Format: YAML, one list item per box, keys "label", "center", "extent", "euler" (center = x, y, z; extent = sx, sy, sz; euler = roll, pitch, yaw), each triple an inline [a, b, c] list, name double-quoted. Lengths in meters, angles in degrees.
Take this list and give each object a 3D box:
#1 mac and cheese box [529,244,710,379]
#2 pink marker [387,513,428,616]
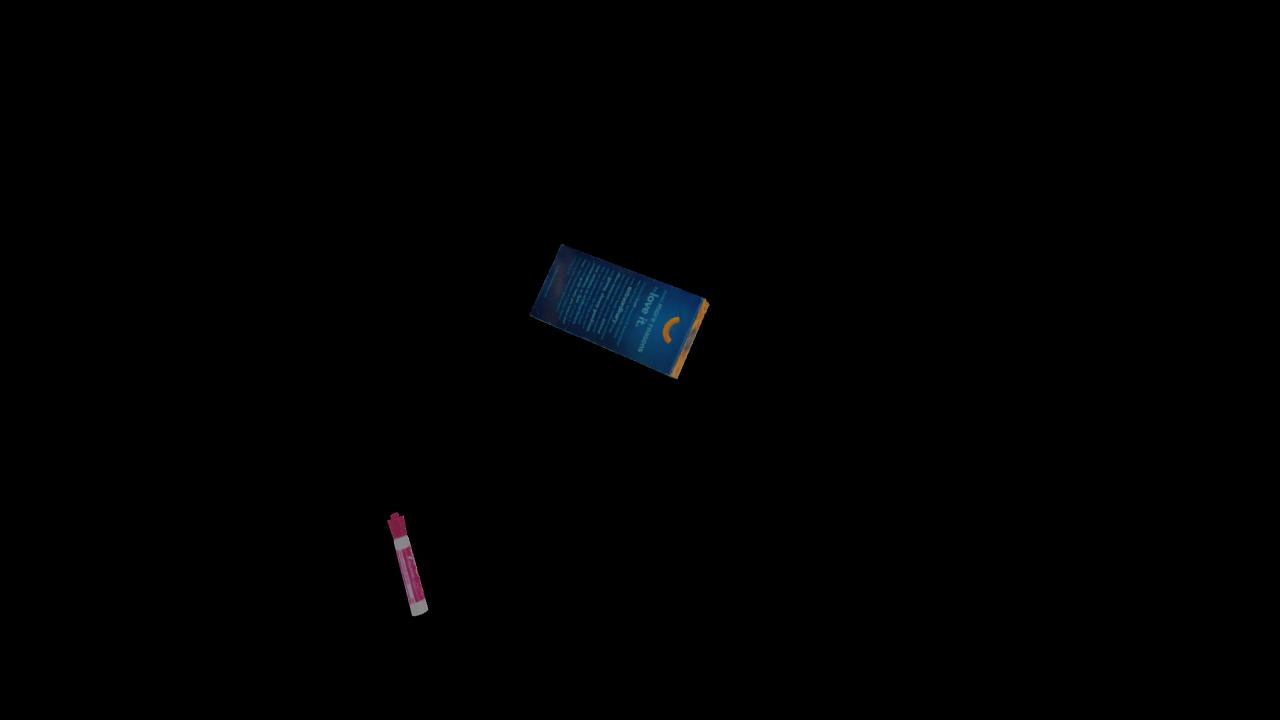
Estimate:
- label: "mac and cheese box"
  center: [-0.025, -0.056, 0.688]
  extent: [0.184, 0.093, 0.041]
  euler: [24, -2, 20]
- label: "pink marker"
  center: [-0.275, 0.240, 0.727]
  extent: [0.020, 0.121, 0.020]
  euler: [-16, -2, -1]
